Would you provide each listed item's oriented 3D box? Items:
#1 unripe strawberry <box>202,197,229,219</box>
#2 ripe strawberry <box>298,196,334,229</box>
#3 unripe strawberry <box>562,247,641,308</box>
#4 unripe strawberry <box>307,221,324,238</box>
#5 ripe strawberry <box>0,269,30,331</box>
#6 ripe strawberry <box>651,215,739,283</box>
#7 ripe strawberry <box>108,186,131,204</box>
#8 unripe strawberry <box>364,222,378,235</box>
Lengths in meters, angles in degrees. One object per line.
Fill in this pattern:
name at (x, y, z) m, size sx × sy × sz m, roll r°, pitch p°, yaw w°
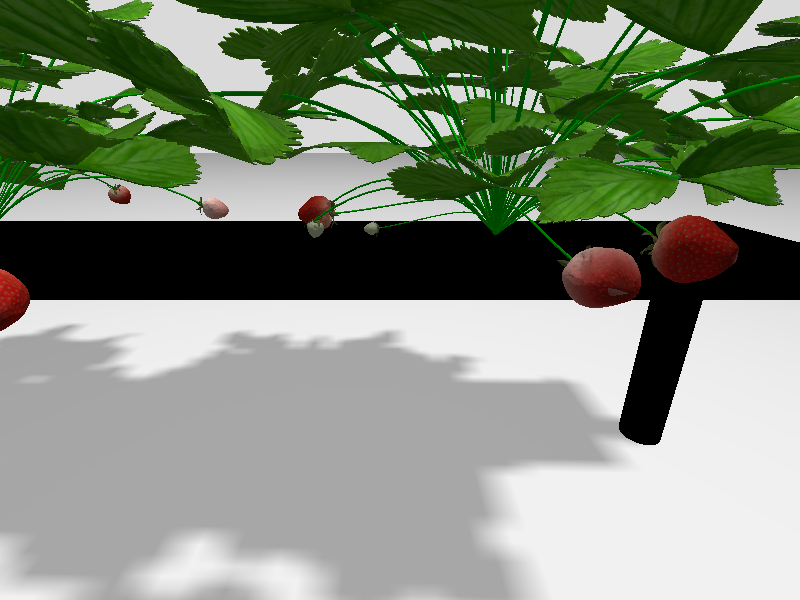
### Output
unripe strawberry at (-0.191, -0.095, 0.415) m, size 0.025 × 0.022 × 0.025 m, roll 9°, pitch 16°, yaw -26°
ripe strawberry at (-0.077, -0.080, 0.366) m, size 0.031 × 0.030 × 0.034 m, roll 2°, pitch 22°, yaw 7°
unripe strawberry at (0.096, -0.009, 0.190) m, size 0.034 × 0.030 × 0.031 m, roll -1°, pitch 22°, yaw -4°
unripe strawberry at (-0.072, -0.060, 0.341) m, size 0.014 × 0.014 × 0.013 m, roll 6°, pitch 21°, yaw -7°
ripe strawberry at (-0.175, 0.002, 0.170) m, size 0.027 × 0.029 × 0.029 m, roll -20°, pitch 43°, yaw -41°
ripe strawberry at (0.172, -0.029, 0.233) m, size 0.037 × 0.039 × 0.040 m, roll -15°, pitch 27°, yaw -33°
ripe strawberry at (-0.358, -0.134, 0.514) m, size 0.025 × 0.021 × 0.025 m, roll 1°, pitch -27°, yaw 2°
unripe strawberry at (-0.025, -0.063, 0.350) m, size 0.012 × 0.010 × 0.012 m, roll -1°, pitch 22°, yaw -1°
